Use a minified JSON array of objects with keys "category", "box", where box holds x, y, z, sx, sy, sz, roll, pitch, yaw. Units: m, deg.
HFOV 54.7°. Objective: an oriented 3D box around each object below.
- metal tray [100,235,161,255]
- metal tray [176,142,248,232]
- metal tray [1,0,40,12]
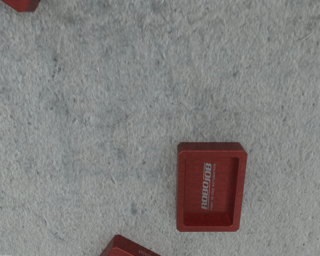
[{"category":"metal tray","box":[-0.038,0.237,0.494,0.130,0.030,0.090,31,107,-12]},{"category":"metal tray","box":[0.069,0.085,0.439,0.091,0.030,0.129,0,110,-1]},{"category":"metal tray","box":[-0.151,-0.204,0.329,0.090,0.030,0.129,33,106,-12]}]
